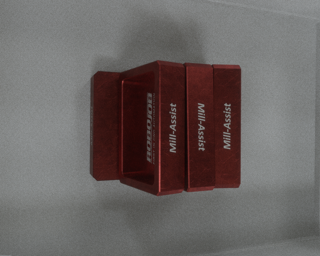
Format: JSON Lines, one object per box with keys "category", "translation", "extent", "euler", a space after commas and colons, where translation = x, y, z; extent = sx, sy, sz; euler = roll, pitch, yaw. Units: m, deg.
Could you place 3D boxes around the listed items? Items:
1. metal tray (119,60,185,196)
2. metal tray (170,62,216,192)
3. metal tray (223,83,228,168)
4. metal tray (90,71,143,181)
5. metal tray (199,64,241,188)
{"category": "metal tray", "translation": [-0.012, 0.000, 0.335], "extent": [0.030, 0.090, 0.129], "euler": [0, 90, -33]}
{"category": "metal tray", "translation": [0.026, 0.000, 0.350], "extent": [0.030, 0.090, 0.129], "euler": [0, 88, -20]}
{"category": "metal tray", "translation": [0.045, 0.000, 0.423], "extent": [0.091, 0.030, 0.129], "euler": [1, 90, -20]}
{"category": "metal tray", "translation": [-0.040, -0.002, 0.390], "extent": [0.091, 0.030, 0.129], "euler": [1, 90, -20]}
{"category": "metal tray", "translation": [0.065, -0.002, 0.363], "extent": [0.030, 0.090, 0.129], "euler": [0, 90, -6]}
